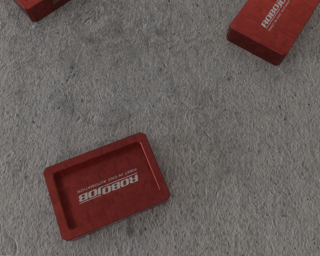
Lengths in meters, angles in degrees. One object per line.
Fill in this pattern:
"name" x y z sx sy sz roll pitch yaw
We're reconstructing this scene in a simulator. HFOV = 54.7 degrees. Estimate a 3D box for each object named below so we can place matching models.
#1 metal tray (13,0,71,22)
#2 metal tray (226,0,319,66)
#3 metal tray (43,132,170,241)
"metal tray" -0.175 -0.238 0.490 0.130 0.030 0.090 -40 75 -13
"metal tray" 0.172 -0.168 0.468 0.090 0.030 0.130 32 73 11
"metal tray" -0.064 0.070 0.379 0.131 0.030 0.090 -21 71 -8
